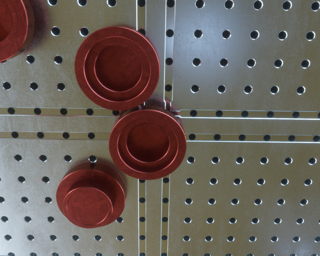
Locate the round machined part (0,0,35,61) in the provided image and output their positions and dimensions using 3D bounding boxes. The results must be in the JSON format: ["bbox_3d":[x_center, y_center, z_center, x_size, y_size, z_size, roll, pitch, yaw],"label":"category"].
[{"bbox_3d":[-0.193,-0.127,0.355,0.099,0.042,0.097,0,110,-1],"label":"round machined part"}]

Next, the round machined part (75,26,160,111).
[{"bbox_3d":[-0.049,-0.073,0.377,0.099,0.042,0.097,0,110,-1],"label":"round machined part"}]

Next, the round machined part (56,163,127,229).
[{"bbox_3d":[-0.099,0.103,0.441,0.099,0.042,0.097,0,110,-1],"label":"round machined part"}]

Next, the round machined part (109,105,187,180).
[{"bbox_3d":[-0.015,0.016,0.410,0.099,0.042,0.097,0,110,-1],"label":"round machined part"}]
